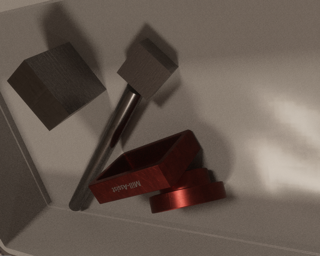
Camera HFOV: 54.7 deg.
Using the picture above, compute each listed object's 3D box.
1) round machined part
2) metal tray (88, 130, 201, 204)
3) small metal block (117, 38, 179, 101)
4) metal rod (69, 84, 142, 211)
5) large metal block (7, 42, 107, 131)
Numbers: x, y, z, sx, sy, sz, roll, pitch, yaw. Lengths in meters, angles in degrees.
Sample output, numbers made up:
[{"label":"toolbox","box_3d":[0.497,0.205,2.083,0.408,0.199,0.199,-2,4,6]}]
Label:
[{"label":"round machined part","box_3d":[0.033,0.080,0.404,0.098,0.099,0.042,-23,73,36]},{"label":"metal tray","box_3d":[-0.021,0.051,0.406,0.130,0.090,0.030,-21,104,35]},{"label":"small metal block","box_3d":[-0.015,-0.070,0.371,0.050,0.025,0.050,43,126,-2]},{"label":"metal rod","box_3d":[-0.094,0.047,0.484,0.025,0.025,0.298,36,129,4]},{"label":"large metal block","box_3d":[-0.132,-0.056,0.406,0.050,0.080,0.080,-30,102,37]}]
